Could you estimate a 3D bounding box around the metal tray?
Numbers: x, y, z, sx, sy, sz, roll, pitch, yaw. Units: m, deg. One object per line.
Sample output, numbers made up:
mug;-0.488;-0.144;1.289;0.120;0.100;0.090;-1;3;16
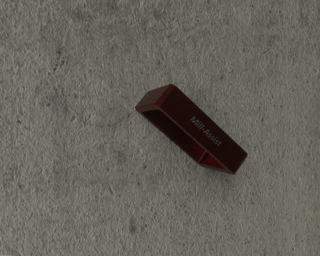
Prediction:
metal tray;0.036;0.003;0.390;0.130;0.090;0.030;41;77;-16
